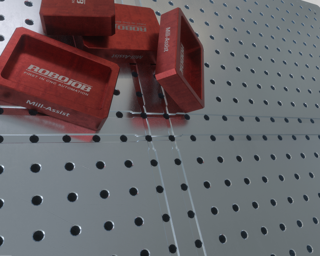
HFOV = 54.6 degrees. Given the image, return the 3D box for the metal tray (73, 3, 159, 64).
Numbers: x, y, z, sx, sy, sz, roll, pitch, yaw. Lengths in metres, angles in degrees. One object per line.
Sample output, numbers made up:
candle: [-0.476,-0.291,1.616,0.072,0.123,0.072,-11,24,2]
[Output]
metal tray: [-0.060,-0.141,0.458,0.131,0.030,0.090,-6,64,-31]

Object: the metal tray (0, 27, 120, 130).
metal tray: [-0.121,-0.059,0.375,0.131,0.030,0.090,19,54,-17]

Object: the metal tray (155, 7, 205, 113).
metal tray: [0.033,-0.098,0.451,0.090,0.030,0.130,45,40,-45]

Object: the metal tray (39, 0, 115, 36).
metal tray: [-0.110,-0.179,0.427,0.091,0.030,0.130,-2,53,-9]
